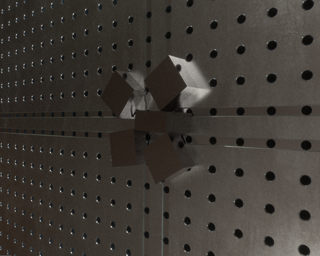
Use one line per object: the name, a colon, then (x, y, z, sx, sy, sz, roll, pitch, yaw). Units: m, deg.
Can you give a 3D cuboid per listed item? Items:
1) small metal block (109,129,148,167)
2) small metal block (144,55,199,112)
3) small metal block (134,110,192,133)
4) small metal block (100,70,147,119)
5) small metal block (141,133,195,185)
small metal block: (-0.044, 0.029, 0.444, 0.050, 0.025, 0.050, -10, 84, 39)
small metal block: (0.013, -0.056, 0.397, 0.050, 0.025, 0.050, -41, 65, 32)
small metal block: (0.004, -0.008, 0.388, 0.050, 0.050, 0.025, 6, 94, 39)
small metal block: (-0.054, -0.049, 0.452, 0.050, 0.025, 0.050, 47, 118, 29)
small metal block: (0.010, 0.038, 0.400, 0.050, 0.025, 0.050, -37, 68, 33)
